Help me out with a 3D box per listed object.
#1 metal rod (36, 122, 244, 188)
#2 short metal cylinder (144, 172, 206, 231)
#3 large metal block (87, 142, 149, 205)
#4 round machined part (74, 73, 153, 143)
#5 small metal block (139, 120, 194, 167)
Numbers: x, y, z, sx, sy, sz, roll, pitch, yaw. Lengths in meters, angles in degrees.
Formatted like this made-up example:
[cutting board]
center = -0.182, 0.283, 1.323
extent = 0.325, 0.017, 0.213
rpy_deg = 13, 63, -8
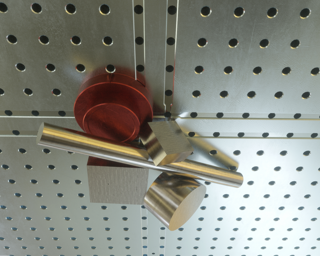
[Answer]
[metal rod]
center = -0.003, 0.043, 0.406
extent = 0.302, 0.025, 0.025
rpy_deg = 17, 129, -31
[short metal cylinder]
center = 0.023, 0.102, 0.454
extent = 0.080, 0.050, 0.080
rpy_deg = -36, 145, -29
[large metal block]
center = -0.058, 0.065, 0.446
extent = 0.081, 0.050, 0.079
rpy_deg = 4, 130, -4
[round machined part]
center = -0.058, -0.015, 0.387
extent = 0.099, 0.042, 0.097
rpy_deg = -1, 130, 0
[small metal block]
center = 0.008, 0.018, 0.398
extent = 0.050, 0.050, 0.025
rpy_deg = -5, 145, -44
